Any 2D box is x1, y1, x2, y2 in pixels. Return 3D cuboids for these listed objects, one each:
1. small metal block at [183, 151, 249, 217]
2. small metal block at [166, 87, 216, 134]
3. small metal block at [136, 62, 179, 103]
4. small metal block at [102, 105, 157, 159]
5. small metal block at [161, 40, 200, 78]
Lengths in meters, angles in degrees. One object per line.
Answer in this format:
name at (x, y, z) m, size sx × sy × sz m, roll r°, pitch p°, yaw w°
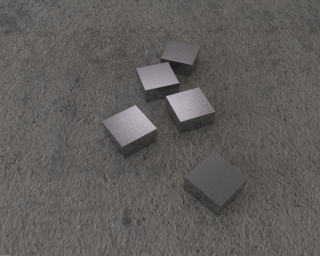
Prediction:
small metal block at (0.063, 0.062, 0.351) m, size 0.050 × 0.025 × 0.050 m, roll -37°, pitch 59°, yaw -27°
small metal block at (0.041, -0.025, 0.424) m, size 0.050 × 0.025 × 0.050 m, roll -16°, pitch 52°, yaw -14°
small metal block at (-0.004, -0.069, 0.461) m, size 0.050 × 0.025 × 0.050 m, roll -14°, pitch 51°, yaw -11°
small metal block at (-0.039, 0.004, 0.399) m, size 0.050 × 0.025 × 0.050 m, roll -28°, pitch 56°, yaw -22°
small metal block at (0.033, -0.111, 0.497) m, size 0.050 × 0.025 × 0.050 m, roll 15°, pitch 52°, yaw 12°
